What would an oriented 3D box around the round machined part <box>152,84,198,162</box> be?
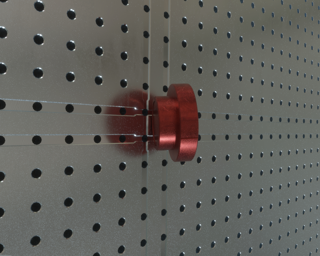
[{"bbox_3d":[0.015,-0.006,0.387,0.042,0.098,0.097,-2,92,-9],"label":"round machined part"}]
